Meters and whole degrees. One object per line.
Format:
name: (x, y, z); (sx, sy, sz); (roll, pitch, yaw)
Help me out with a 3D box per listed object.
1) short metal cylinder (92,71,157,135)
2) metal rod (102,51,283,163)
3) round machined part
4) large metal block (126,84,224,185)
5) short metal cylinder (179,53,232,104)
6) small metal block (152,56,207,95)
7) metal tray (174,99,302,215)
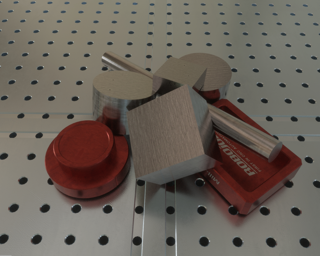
short metal cylinder: (-0.046, -0.035, 0.401); (0.081, 0.050, 0.080); (7, 33, -4)
metal rod: (0.018, -0.043, 0.407); (0.025, 0.025, 0.300); (-35, 49, -26)
round machined part: (-0.086, 0.029, 0.366); (0.099, 0.042, 0.098); (0, 50, 0)
large metal block: (0.015, 0.010, 0.344); (0.080, 0.050, 0.080); (-23, 62, 24)
short metal cylinder: (0.057, -0.062, 0.440); (0.081, 0.050, 0.080); (0, 50, 0)
small metal block: (0.025, -0.060, 0.385); (0.050, 0.025, 0.050); (21, 45, 17)
metal tray: (0.089, 0.028, 0.376); (0.091, 0.030, 0.130); (-29, 56, -23)
